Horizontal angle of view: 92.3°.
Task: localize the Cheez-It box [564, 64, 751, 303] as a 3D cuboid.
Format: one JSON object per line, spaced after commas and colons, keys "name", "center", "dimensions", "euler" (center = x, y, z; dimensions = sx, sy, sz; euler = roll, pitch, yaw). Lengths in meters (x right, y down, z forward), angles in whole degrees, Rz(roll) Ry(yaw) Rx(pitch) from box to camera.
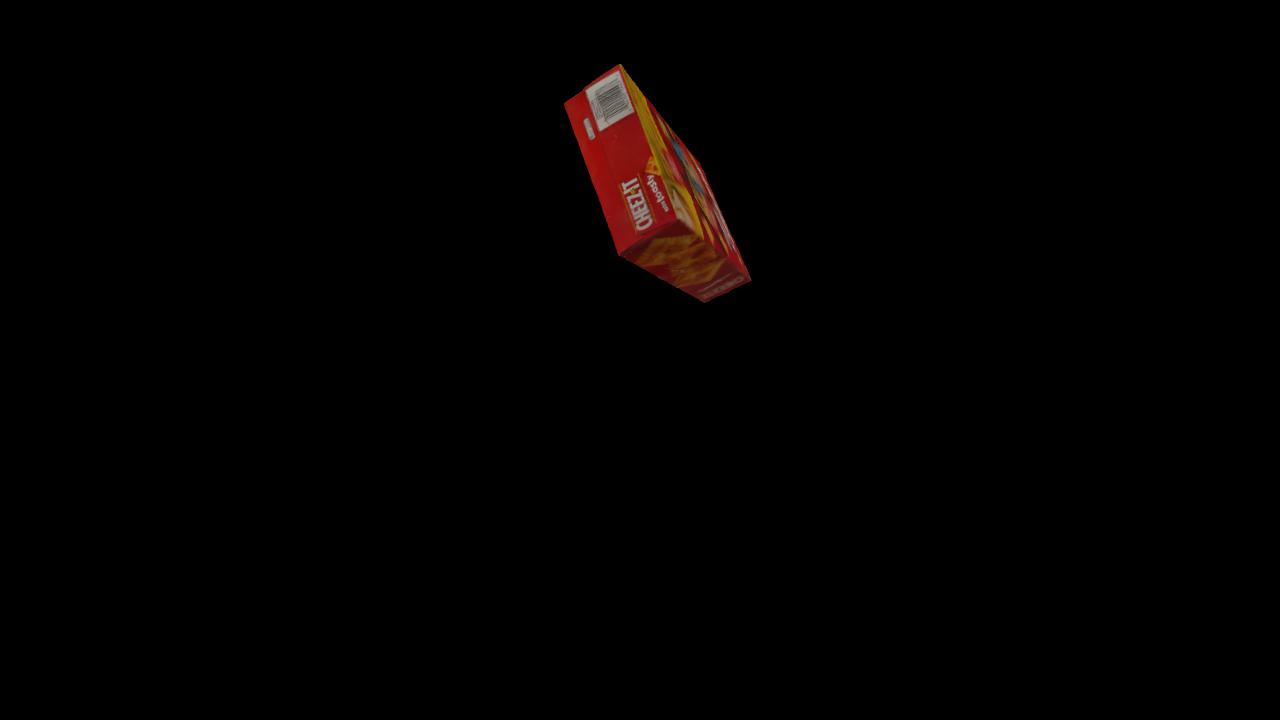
{"name": "Cheez-It box", "center": [0.027, -0.162, 0.625], "dimensions": [0.071, 0.166, 0.223], "euler": [-25, -16, 21]}
